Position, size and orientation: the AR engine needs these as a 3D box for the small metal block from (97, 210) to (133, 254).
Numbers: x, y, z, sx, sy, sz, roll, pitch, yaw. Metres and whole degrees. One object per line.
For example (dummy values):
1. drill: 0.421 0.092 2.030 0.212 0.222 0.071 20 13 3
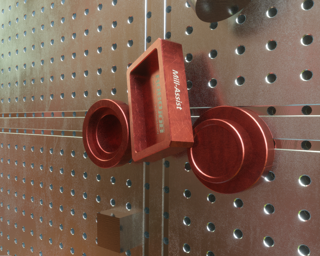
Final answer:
1. small metal block: -0.068 0.153 0.463 0.050 0.025 0.050 -2 89 39

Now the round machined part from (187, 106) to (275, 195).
1. round machined part: 0.069 0.024 0.340 0.098 0.042 0.097 0 90 40

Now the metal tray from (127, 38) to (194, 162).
1. metal tray: -0.004 -0.030 0.378 0.090 0.030 0.129 -29 62 53

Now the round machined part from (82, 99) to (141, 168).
1. round machined part: -0.066 0.008 0.450 0.098 0.042 0.097 0 90 39

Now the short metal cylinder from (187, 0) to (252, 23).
1. short metal cylinder: 0.061 -0.158 0.322 0.080 0.081 0.050 -40 66 32
